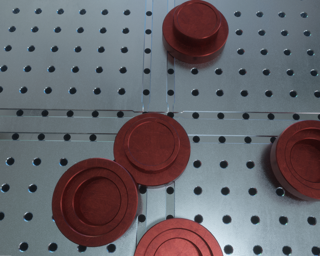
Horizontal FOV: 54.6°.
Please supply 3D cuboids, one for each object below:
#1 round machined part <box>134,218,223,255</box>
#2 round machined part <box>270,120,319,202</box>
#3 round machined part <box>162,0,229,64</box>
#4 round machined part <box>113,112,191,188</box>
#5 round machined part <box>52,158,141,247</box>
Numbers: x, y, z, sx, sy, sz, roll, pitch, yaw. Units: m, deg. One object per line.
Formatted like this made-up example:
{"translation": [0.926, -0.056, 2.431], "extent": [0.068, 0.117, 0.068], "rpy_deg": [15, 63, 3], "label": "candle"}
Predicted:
{"translation": [0.020, 0.153, 0.347], "extent": [0.099, 0.042, 0.098], "rpy_deg": [0, 70, 0], "label": "round machined part"}
{"translation": [0.187, 0.043, 0.388], "extent": [0.099, 0.042, 0.098], "rpy_deg": [0, 70, 0], "label": "round machined part"}
{"translation": [0.052, -0.148, 0.457], "extent": [0.099, 0.042, 0.098], "rpy_deg": [0, 70, 0], "label": "round machined part"}
{"translation": [-0.010, 0.025, 0.394], "extent": [0.099, 0.042, 0.098], "rpy_deg": [0, 70, 0], "label": "round machined part"}
{"translation": [-0.072, 0.087, 0.367], "extent": [0.098, 0.042, 0.098], "rpy_deg": [-1, 75, 5], "label": "round machined part"}
